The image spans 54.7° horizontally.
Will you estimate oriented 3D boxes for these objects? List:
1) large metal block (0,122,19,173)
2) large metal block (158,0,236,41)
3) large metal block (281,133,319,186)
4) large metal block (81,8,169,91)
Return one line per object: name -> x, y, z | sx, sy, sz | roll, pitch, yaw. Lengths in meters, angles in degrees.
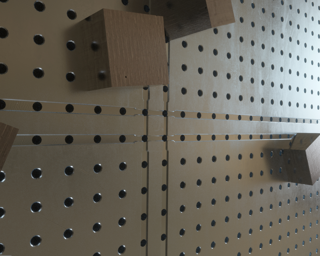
large metal block -> -0.175, 0.023, 0.247 | 0.080, 0.050, 0.080 | 28, 73, -37
large metal block -> 0.045, -0.168, 0.413 | 0.050, 0.080, 0.080 | -26, 107, -37
large metal block -> 0.307, 0.063, 0.655 | 0.081, 0.050, 0.080 | -30, 109, -36
large metal block -> -0.039, -0.087, 0.361 | 0.081, 0.050, 0.079 | -10, 96, -40
